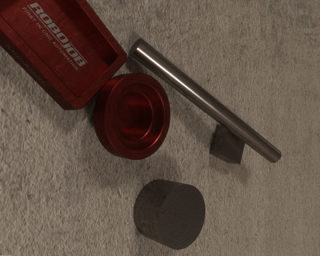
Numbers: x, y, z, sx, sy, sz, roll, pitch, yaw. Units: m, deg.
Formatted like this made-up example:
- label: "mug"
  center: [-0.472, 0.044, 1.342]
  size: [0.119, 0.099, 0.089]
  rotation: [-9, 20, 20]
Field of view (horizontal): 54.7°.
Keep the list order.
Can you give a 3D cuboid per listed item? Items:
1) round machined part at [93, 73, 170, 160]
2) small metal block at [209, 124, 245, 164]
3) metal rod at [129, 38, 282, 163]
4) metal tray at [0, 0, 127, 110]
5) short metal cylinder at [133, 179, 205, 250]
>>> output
- label: "round machined part"
  center: [-0.036, -0.014, 0.360]
  size: [0.099, 0.042, 0.097]
  rotation: [-6, 98, -45]
- label: "small metal block"
  center: [0.111, 0.027, 0.501]
  size: [0.050, 0.025, 0.050]
  rotation: [28, 72, -37]
- label: "metal rod"
  center: [0.081, -0.027, 0.450]
  size: [0.301, 0.025, 0.025]
  rotation: [34, 69, -27]
- label: "metal tray"
  center: [-0.104, -0.093, 0.315]
  size: [0.130, 0.030, 0.090]
  rotation: [51, 60, -28]
- label: "short metal cylinder"
  center: [0.013, 0.109, 0.402]
  size: [0.081, 0.050, 0.079]
  rotation: [0, 90, -40]
